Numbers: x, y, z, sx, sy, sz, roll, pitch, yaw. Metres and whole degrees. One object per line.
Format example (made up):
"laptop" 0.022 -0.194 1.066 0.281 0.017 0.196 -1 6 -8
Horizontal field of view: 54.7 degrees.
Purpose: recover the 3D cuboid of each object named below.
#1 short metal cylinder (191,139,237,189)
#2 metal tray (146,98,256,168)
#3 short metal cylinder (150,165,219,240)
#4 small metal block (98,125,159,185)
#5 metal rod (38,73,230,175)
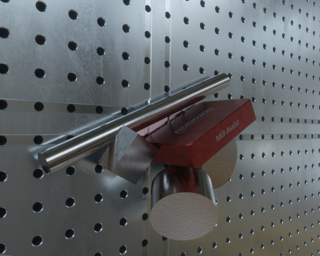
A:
"short metal cylinder" 0.065 0.040 0.436 0.081 0.050 0.079 -11 106 -42
"metal tray" 0.053 0.002 0.406 0.131 0.090 0.030 -33 111 -35
"short metal cylinder" 0.028 0.092 0.384 0.080 0.080 0.050 55 17 -26
"small metal block" -0.035 0.032 0.359 0.050 0.025 0.050 -56 143 -7
"metal rod" -0.008 -0.020 0.398 0.302 0.025 0.025 -27 107 -37
